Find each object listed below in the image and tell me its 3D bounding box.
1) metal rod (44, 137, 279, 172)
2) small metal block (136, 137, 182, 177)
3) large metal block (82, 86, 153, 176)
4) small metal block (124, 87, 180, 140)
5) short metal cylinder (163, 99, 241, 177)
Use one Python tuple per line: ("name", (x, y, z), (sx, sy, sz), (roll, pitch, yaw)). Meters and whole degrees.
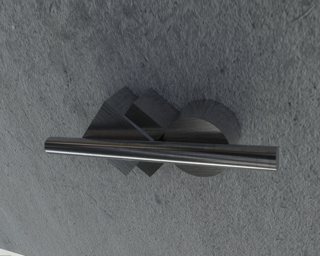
("metal rod", (-0.020, 0.027, 0.368), (0.300, 0.025, 0.025), (1, 119, 27))
("small metal block", (0.000, 0.030, 0.412), (0.025, 0.050, 0.050), (41, 129, 0))
("large metal block", (-0.046, 0.005, 0.418), (0.080, 0.050, 0.080), (41, 129, 0))
("small metal block", (-0.008, -0.018, 0.386), (0.050, 0.050, 0.025), (40, 129, 0))
("short metal cylinder", (0.051, 0.012, 0.371), (0.080, 0.050, 0.079), (13, 124, 21))
